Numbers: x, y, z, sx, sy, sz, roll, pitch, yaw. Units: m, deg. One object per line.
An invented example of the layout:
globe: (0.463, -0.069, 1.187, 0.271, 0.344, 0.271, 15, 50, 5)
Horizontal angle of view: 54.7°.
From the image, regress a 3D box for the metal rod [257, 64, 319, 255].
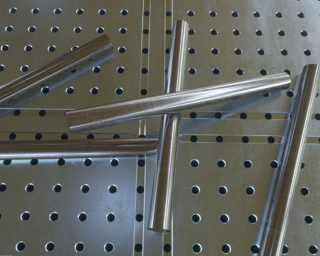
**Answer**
metal rod: (0.167, 0.047, 0.396, 0.025, 0.025, 0.300, 20, 71, 6)

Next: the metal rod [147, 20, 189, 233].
metal rod: (0.015, -0.023, 0.398, 0.025, 0.025, 0.299, 6, 62, 2)

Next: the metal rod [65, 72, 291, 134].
metal rod: (0.039, -0.036, 0.382, 0.303, 0.025, 0.025, -13, 70, -22)

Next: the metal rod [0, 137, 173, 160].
metal rod: (-0.133, 0.027, 0.400, 0.302, 0.025, 0.025, -1, 70, -1)

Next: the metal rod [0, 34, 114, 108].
metal rod: (-0.202, -0.052, 0.428, 0.301, 0.025, 0.025, -31, 73, -11)
